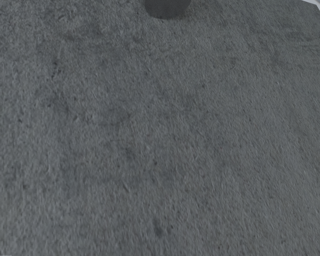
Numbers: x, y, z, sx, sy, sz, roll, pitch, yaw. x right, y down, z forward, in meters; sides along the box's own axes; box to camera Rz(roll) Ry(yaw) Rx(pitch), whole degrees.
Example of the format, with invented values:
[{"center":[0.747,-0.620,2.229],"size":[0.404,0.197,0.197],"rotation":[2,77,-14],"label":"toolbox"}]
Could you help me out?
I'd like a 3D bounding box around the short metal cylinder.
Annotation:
[{"center":[0.008,-0.230,0.515],"size":[0.081,0.080,0.050],"rotation":[-1,63,-29],"label":"short metal cylinder"}]
